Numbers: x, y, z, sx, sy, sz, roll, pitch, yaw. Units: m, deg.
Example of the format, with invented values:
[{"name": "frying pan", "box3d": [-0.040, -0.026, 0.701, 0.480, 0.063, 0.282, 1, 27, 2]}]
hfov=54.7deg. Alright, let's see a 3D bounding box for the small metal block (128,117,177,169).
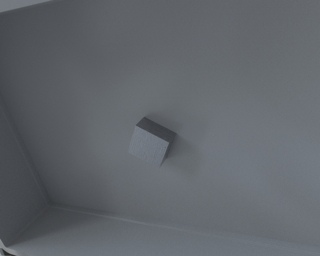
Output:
[{"name": "small metal block", "box3d": [-0.011, 0.020, 0.426, 0.050, 0.025, 0.050, 27, 128, 10]}]
